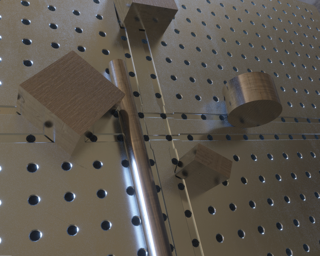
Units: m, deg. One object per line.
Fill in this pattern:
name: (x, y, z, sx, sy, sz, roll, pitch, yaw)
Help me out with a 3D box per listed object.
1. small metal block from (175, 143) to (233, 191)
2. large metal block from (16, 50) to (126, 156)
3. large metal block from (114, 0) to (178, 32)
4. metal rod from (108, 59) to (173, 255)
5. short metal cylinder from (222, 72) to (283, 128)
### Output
small metal block: (0.055, 0.051, 0.392, 0.050, 0.050, 0.025, 28, 52, -11)
large metal block: (-0.102, -0.030, 0.356, 0.080, 0.050, 0.080, 40, 51, -1)
large metal block: (-0.027, -0.209, 0.507, 0.081, 0.050, 0.080, -3, 64, -30)
metal rod: (-0.024, 0.044, 0.369, 0.025, 0.025, 0.299, -1, 62, -29)
short metal cylinder: (0.140, -0.041, 0.476, 0.081, 0.080, 0.050, 10, 58, -24)
